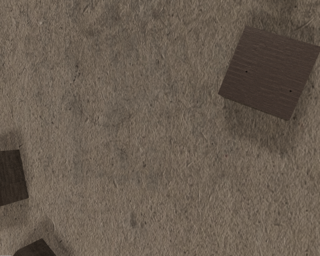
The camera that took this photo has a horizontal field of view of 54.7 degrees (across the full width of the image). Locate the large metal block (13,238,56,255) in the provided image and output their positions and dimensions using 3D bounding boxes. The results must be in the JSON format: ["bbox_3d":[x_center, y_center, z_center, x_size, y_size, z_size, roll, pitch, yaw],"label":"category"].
[{"bbox_3d":[-0.191,0.229,0.461,0.080,0.050,0.080,44,103,14],"label":"large metal block"}]

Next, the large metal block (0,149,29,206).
[{"bbox_3d":[-0.264,0.083,0.486,0.080,0.050,0.080,-15,85,19],"label":"large metal block"}]

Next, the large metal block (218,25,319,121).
[{"bbox_3d":[0.122,-0.060,0.352,0.080,0.050,0.080,23,98,18],"label":"large metal block"}]
